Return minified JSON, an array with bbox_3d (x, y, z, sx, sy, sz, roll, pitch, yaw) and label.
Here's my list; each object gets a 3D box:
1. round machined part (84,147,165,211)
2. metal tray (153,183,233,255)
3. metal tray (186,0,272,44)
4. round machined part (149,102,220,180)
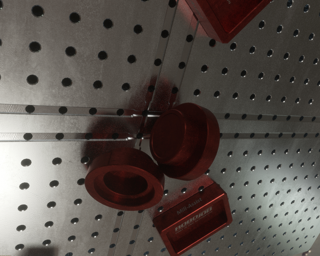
[{"bbox_3d":[-0.043,0.062,0.398,0.099,0.042,0.097,3,134,4],"label":"round machined part"},{"bbox_3d":[0.061,0.164,0.544,0.131,0.030,0.090,-28,128,-11],"label":"metal tray"},{"bbox_3d":[0.068,-0.170,0.340,0.090,0.030,0.130,-44,130,2],"label":"metal tray"},{"bbox_3d":[0.024,0.014,0.387,0.042,0.098,0.097,18,109,-36],"label":"round machined part"}]
